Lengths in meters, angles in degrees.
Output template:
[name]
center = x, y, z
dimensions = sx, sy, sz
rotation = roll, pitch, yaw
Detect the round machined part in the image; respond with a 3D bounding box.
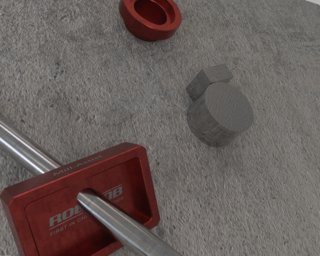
[round machined part]
center = -0.019, -0.176, 0.490
dimensions = 0.099, 0.042, 0.098
rotation = 14, 56, -21

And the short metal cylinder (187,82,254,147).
[short metal cylinder]
center = 0.086, -0.019, 0.445
dimensions = 0.081, 0.050, 0.080
rotation = 14, 56, -21

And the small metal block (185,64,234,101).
[small metal block]
center = 0.075, -0.069, 0.470
dimensions = 0.050, 0.050, 0.025
rotation = -19, 72, -35

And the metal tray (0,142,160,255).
[metal tray]
center = -0.065, 0.076, 0.289
dimensions = 0.131, 0.030, 0.089
rotation = -21, 107, -36

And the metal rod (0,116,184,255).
[metal rod]
center = -0.076, 0.063, 0.295
dimensions = 0.300, 0.025, 0.025
rotation = 36, 51, 7
